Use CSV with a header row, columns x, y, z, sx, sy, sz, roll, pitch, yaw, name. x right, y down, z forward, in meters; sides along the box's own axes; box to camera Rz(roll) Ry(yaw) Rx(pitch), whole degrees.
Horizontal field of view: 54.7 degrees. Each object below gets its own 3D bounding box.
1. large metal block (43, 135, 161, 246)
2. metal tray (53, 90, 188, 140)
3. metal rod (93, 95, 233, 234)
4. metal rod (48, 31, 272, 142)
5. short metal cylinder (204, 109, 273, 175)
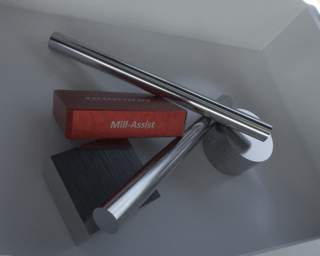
x,y,z,sx,sy,sz,roll,pitch,yaw,name
-0.060,0.059,0.316,0.081,0.050,0.080,-21,73,-36,large metal block
-0.047,-0.017,0.351,0.131,0.030,0.090,-1,18,-27,metal tray
0.029,0.017,0.364,0.025,0.025,0.302,47,37,4,metal rod
0.000,-0.054,0.400,0.301,0.025,0.025,24,52,1,metal rod
0.109,0.020,0.435,0.081,0.050,0.080,14,56,-21,short metal cylinder
